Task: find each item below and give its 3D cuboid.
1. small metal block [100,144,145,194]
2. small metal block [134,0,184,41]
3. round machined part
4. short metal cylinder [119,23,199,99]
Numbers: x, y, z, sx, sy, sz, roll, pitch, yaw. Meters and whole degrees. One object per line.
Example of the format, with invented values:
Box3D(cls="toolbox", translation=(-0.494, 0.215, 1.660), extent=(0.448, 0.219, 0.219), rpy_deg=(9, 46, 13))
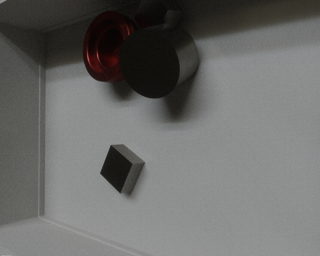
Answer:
Box3D(cls="small metal block", translation=(-0.055, 0.058, 0.450), extent=(0.050, 0.025, 0.050), rpy_deg=(35, 112, 34))
Box3D(cls="small metal block", translation=(-0.003, -0.146, 0.399), extent=(0.050, 0.025, 0.050), rpy_deg=(58, 139, 23))
Box3D(cls="round machined part", translation=(-0.064, -0.113, 0.446), extent=(0.098, 0.042, 0.097), rpy_deg=(0, 90, 39))
Box3D(cls="short metal cylinder", translation=(-0.001, -0.081, 0.371), extent=(0.080, 0.050, 0.079), rpy_deg=(14, 121, 26))
